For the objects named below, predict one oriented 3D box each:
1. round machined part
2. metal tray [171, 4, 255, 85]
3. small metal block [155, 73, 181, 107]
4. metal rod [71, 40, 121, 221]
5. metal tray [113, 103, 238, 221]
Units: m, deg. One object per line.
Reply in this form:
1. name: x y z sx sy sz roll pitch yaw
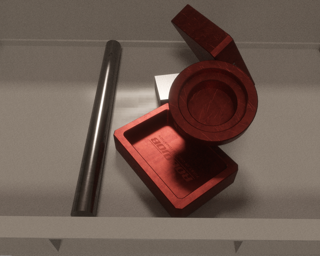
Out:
1. round machined part: 0.060 -0.026 0.362 0.099 0.042 0.098 -1 74 4
2. metal tray: 0.076 -0.101 0.425 0.030 0.130 0.090 -44 57 8
3. small metal block: 0.021 -0.052 0.449 0.050 0.025 0.050 -7 51 -7
4. metal rod: -0.080 -0.022 0.422 0.025 0.025 0.300 1 50 0
5. metal tray: 0.016 0.034 0.373 0.091 0.030 0.130 -30 56 -23
